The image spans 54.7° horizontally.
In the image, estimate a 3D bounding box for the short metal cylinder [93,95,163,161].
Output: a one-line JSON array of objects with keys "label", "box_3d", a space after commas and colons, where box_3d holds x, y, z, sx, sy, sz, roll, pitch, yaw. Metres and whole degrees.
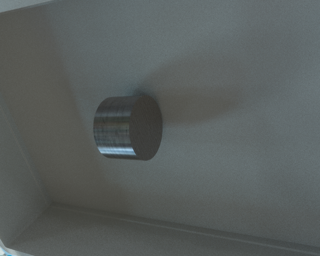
[{"label": "short metal cylinder", "box_3d": [-0.038, 0.000, 0.388, 0.050, 0.080, 0.080, 0, 119, 28]}]
